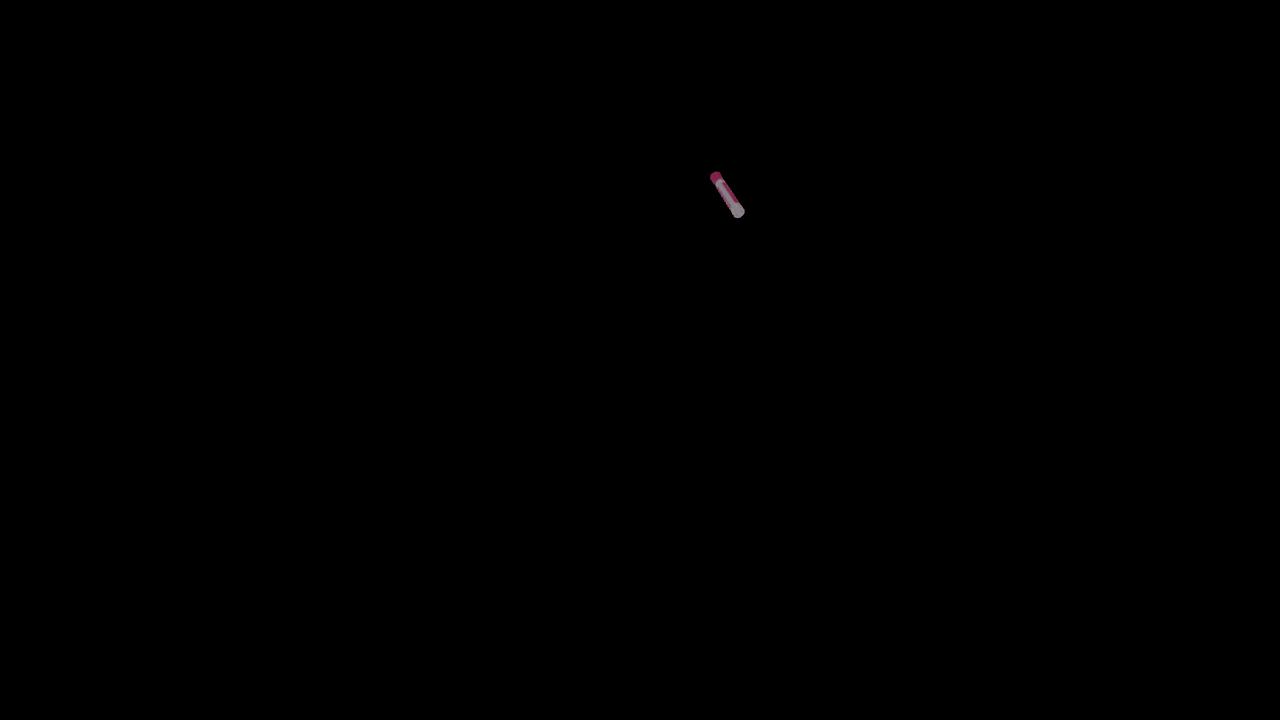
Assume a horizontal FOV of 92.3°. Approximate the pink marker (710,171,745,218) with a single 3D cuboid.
[{"bbox_3d":[0.138,-0.267,0.985,0.020,0.020,0.121,0,44,-19],"label":"pink marker"}]
